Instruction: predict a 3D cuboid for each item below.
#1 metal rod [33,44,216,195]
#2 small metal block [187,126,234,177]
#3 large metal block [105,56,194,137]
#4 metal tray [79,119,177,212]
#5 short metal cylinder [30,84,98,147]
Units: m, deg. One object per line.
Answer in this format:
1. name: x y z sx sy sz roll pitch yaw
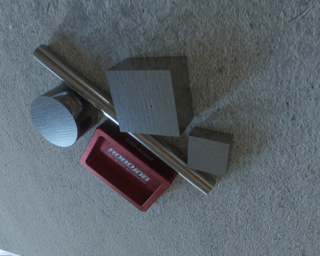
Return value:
1. metal rod: -0.049 -0.012 0.424 0.300 0.025 0.025 39 129 1
2. small metal block: 0.063 0.029 0.393 0.050 0.025 0.050 12 124 21
3. large metal block: -0.009 -0.039 0.371 0.080 0.050 0.079 4 121 25
4. metal tray: -0.050 0.058 0.466 0.130 0.030 0.089 38 129 2
5. short metal cylinder: -0.138 -0.020 0.450 0.080 0.050 0.079 13 124 20
